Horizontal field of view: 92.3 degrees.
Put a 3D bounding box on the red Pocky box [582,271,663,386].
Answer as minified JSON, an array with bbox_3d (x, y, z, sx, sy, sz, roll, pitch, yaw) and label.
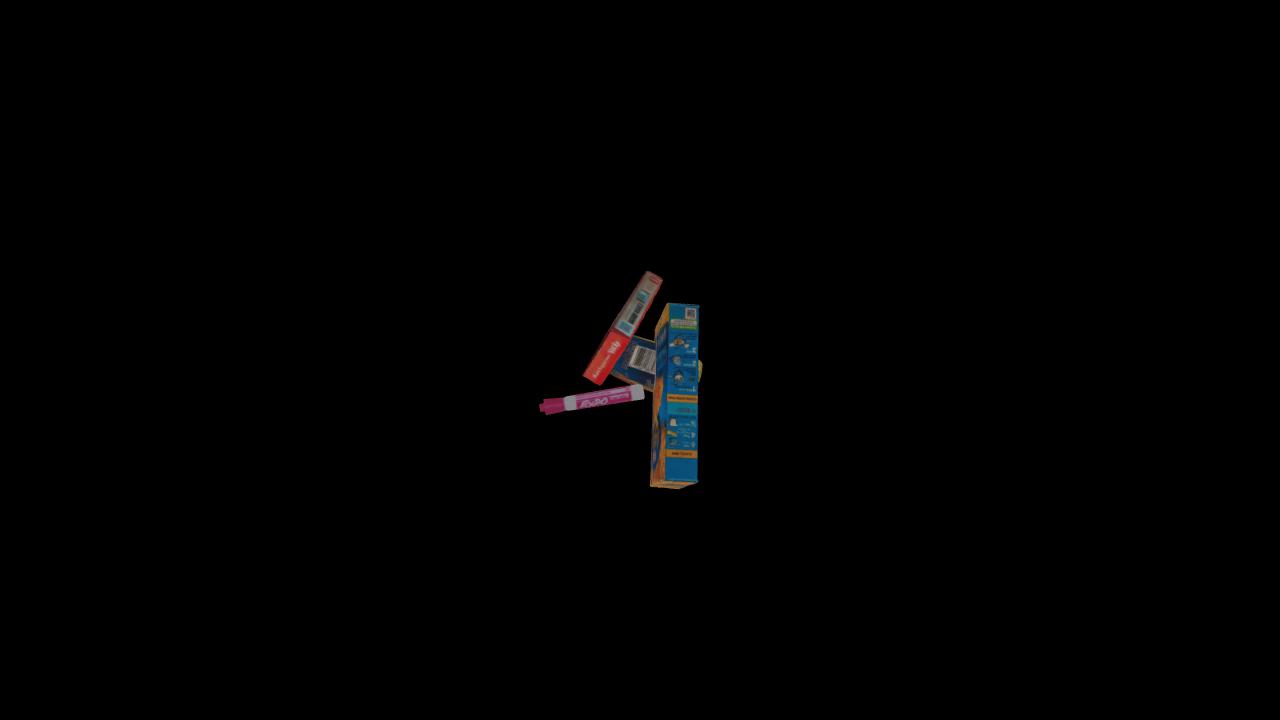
[{"bbox_3d":[-0.019,-0.042,0.753,0.028,0.083,0.155,33,37,-5],"label":"red Pocky box"}]

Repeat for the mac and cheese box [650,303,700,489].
[{"bbox_3d":[0.037,0.041,0.658,0.041,0.184,0.093,4,-16,-8],"label":"mac and cheese box"}]

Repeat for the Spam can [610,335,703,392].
[{"bbox_3d":[0.017,0.009,0.732,0.085,0.058,0.101,19,-7,26],"label":"Spam can"}]

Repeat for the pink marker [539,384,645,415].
[{"bbox_3d":[-0.055,0.046,0.710,0.121,0.020,0.020,-9,1,-7],"label":"pink marker"}]
